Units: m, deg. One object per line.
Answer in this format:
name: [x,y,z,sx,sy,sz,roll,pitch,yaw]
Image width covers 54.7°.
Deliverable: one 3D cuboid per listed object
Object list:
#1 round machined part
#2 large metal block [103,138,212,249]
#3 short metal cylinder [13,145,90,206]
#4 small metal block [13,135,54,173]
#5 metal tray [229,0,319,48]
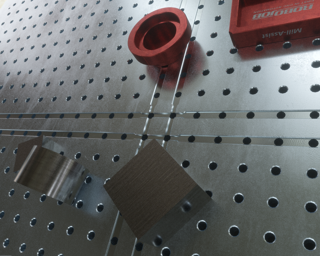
round machined part: [0.003,-0.135,0.479,0.098,0.042,0.098,-13,56,21]
large metal block: [-0.004,0.073,0.350,0.080,0.050,0.080,-43,51,-2]
short metal cylinder: [-0.141,0.063,0.409,0.080,0.080,0.050,11,67,33]
small metal block: [-0.196,0.045,0.484,0.050,0.025,0.050,-18,54,17]
metal tray: [0.164,-0.161,0.417,0.130,0.030,0.090,-3,60,26]
